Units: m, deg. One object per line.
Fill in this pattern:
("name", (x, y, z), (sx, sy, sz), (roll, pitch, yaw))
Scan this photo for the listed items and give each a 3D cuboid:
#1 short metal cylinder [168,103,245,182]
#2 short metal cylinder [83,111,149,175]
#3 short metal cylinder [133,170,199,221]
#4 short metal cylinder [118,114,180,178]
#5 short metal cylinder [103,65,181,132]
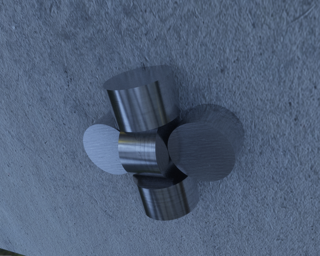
("short metal cylinder", (0.056, 0.017, 0.373), (0.080, 0.050, 0.079), (13, 124, 21))
("short metal cylinder", (-0.059, 0.018, 0.435), (0.080, 0.050, 0.079), (13, 123, 20))
("short metal cylinder", (0.009, 0.077, 0.417), (0.080, 0.080, 0.050), (0, 118, 28))
("short metal cylinder", (-0.008, 0.021, 0.391), (0.050, 0.080, 0.080), (1, 119, 28))
("short metal cylinder", (-0.020, -0.036, 0.362), (0.080, 0.080, 0.050), (0, 118, 28))
